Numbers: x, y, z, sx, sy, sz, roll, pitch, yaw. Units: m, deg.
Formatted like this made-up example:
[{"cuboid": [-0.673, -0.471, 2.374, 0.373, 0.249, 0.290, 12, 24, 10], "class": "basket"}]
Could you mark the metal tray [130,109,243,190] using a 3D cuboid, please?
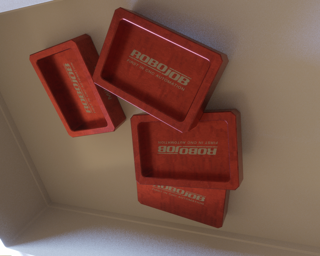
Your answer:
[{"cuboid": [0.031, 0.025, 0.378, 0.130, 0.030, 0.089, -1, 98, 24], "class": "metal tray"}]

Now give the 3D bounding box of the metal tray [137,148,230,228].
[{"cuboid": [0.031, 0.083, 0.439, 0.130, 0.030, 0.089, 12, 124, 21], "class": "metal tray"}]

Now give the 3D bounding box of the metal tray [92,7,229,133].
[{"cuboid": [-0.003, -0.064, 0.342, 0.130, 0.030, 0.089, 30, 112, 15], "class": "metal tray"}]

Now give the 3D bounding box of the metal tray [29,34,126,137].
[{"cuboid": [-0.113, -0.053, 0.429, 0.090, 0.030, 0.129, -8, 115, 31], "class": "metal tray"}]

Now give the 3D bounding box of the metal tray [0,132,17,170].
[{"cuboid": [-0.355, 0.043, 0.617, 0.130, 0.030, 0.090, -12, 112, 33], "class": "metal tray"}]
